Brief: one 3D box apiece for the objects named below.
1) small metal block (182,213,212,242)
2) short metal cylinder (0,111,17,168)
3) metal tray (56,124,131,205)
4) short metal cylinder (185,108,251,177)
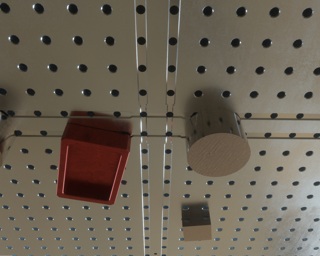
[{"bbox_3d":[0.067,0.182,0.567,0.050,0.025,0.050,-6,130,4],"label":"small metal block"},{"bbox_3d":[-0.239,0.016,0.406,0.081,0.050,0.079,0,130,0],"label":"short metal cylinder"},{"bbox_3d":[-0.100,0.058,0.456,0.091,0.030,0.129,11,129,-10],"label":"metal tray"},{"bbox_3d":[0.075,0.020,0.413,0.081,0.050,0.079,0,130,0],"label":"short metal cylinder"}]
